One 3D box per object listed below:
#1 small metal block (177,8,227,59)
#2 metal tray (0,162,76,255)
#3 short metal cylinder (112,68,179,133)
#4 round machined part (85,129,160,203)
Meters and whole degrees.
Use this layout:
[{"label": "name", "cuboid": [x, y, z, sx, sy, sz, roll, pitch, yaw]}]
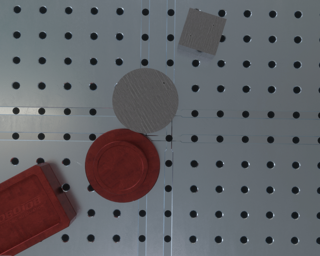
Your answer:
[{"label": "small metal block", "cuboid": [0.055, -0.125, 0.414, 0.050, 0.025, 0.050, 17, 90, 0]}, {"label": "metal tray", "cuboid": [-0.191, 0.115, 0.409, 0.130, 0.030, 0.090, -28, 90, 0]}, {"label": "short metal cylinder", "cuboid": [-0.018, -0.033, 0.401, 0.081, 0.050, 0.079, 0, 90, 0]}, {"label": "round machined part", "cuboid": [-0.049, 0.050, 0.404, 0.099, 0.042, 0.097, 0, 90, 0]}]
